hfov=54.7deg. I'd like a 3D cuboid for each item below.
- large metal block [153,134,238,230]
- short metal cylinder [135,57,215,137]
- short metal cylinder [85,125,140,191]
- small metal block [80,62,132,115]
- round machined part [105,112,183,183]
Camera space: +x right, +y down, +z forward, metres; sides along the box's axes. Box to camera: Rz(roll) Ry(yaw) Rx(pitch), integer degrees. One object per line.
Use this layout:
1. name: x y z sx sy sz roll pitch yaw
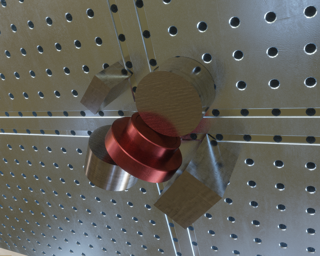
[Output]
1. large metal block: 0.046 0.067 0.392 0.050 0.080 0.080 37 129 3
2. short metal cylinder: 0.018 -0.037 0.361 0.080 0.050 0.079 13 124 20
3. short metal cylinder: -0.061 0.040 0.431 0.080 0.080 0.050 27 128 10
4. small metal block: -0.069 -0.051 0.398 0.025 0.050 0.050 41 129 0
5. round machined part: -0.014 0.017 0.381 0.098 0.098 0.042 35 117 4
